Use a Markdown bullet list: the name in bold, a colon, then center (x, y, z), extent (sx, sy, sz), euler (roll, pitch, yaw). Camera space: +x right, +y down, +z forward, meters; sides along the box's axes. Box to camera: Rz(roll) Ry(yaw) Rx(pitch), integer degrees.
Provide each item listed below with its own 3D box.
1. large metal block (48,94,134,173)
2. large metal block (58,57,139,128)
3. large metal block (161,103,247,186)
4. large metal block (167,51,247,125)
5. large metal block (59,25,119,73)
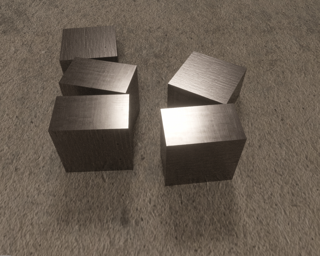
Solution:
- **large metal block**: center (-0.074, 0.008, 0.360), extent (0.081, 0.080, 0.050), euler (-2, 50, -2)
- **large metal block**: center (-0.073, -0.039, 0.399), extent (0.080, 0.080, 0.050), euler (9, 51, 7)
- **large metal block**: center (0.043, 0.021, 0.351), extent (0.081, 0.080, 0.050), euler (-5, 50, -5)
- **large metal block**: center (0.065, -0.054, 0.434), extent (0.080, 0.050, 0.080), euler (23, 53, 17)
- **large metal block**: center (-0.106, -0.113, 0.480), extent (0.081, 0.050, 0.080), euler (-6, 50, -5)
